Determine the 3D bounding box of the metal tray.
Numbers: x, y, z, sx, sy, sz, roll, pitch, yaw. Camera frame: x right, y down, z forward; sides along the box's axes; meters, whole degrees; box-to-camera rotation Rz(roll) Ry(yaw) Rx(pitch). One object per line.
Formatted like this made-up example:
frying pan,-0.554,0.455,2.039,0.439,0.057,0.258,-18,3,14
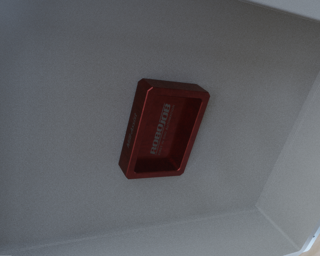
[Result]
metal tray,0.004,0.004,0.408,0.091,0.030,0.129,1,118,-30
